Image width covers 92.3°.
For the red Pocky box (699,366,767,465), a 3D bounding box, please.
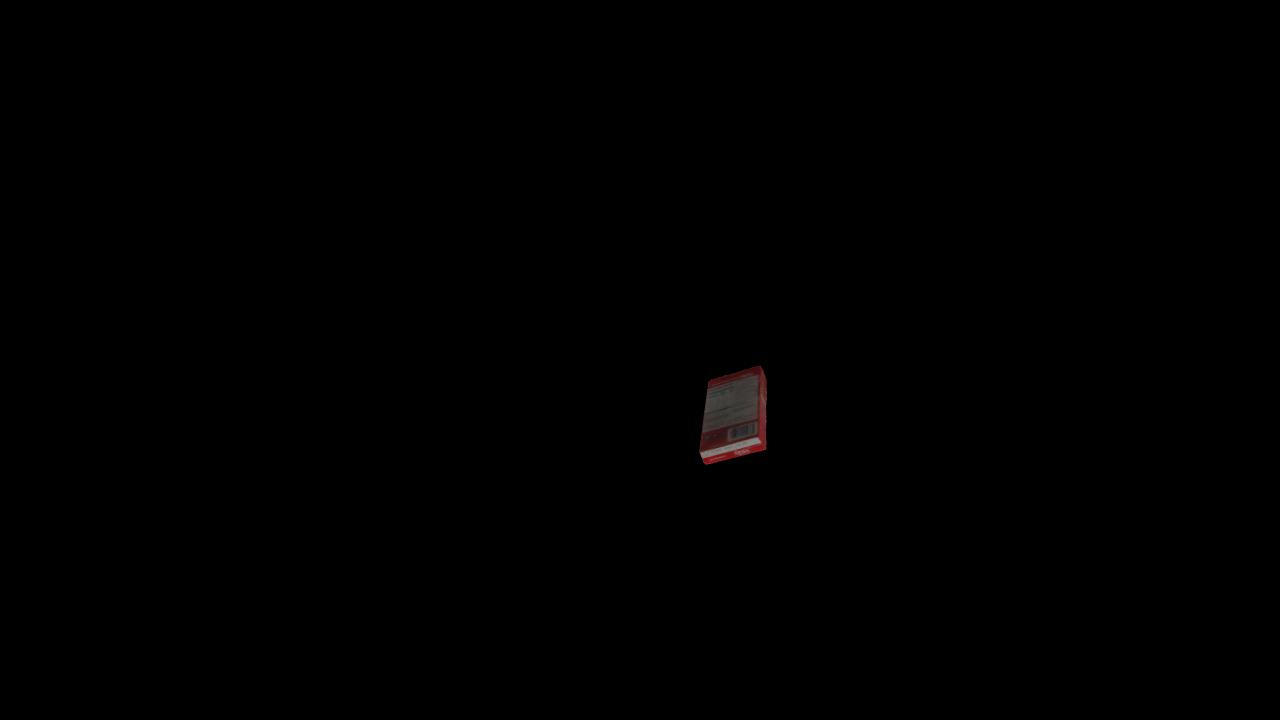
[{"bbox_3d":[0.127,0.070,0.818,0.083,0.028,0.155,-19,28,23],"label":"red Pocky box"}]
